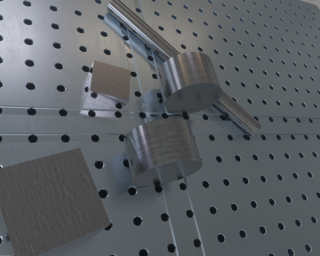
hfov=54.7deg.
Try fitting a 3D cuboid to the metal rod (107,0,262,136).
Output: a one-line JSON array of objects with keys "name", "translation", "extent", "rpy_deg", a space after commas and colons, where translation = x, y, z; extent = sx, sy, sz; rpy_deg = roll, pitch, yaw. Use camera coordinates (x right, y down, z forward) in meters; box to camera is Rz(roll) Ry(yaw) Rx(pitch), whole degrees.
[{"name": "metal rod", "translation": [0.038, -0.095, 0.486], "extent": [0.300, 0.025, 0.025], "rpy_deg": [41, 51, 0]}]

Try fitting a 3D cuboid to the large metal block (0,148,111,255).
[{"name": "large metal block", "translation": [-0.105, 0.074, 0.291], "extent": [0.081, 0.050, 0.080], "rpy_deg": [-15, 70, -34]}]

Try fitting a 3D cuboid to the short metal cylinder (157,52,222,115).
[{"name": "short metal cylinder", "translation": [0.040, -0.060, 0.432], "extent": [0.081, 0.080, 0.050], "rpy_deg": [0, 62, -28]}]

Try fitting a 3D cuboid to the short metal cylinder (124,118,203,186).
[{"name": "short metal cylinder", "translation": [0.003, 0.030, 0.356], "extent": [0.081, 0.080, 0.050], "rpy_deg": [-1, 63, -29]}]

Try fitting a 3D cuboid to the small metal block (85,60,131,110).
[{"name": "small metal block", "translation": [-0.067, -0.056, 0.406], "extent": [0.050, 0.025, 0.050], "rpy_deg": [12, 57, -22]}]
